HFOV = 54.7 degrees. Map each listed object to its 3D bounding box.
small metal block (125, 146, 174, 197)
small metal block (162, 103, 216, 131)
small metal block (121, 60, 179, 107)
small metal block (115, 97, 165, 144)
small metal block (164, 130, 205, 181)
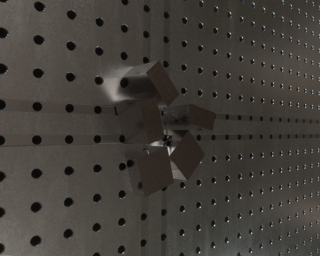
[{"bbox_3d":[-0.013,0.055,0.401,0.050,0.025,0.050,-18,102,-39],"label":"small metal block"},{"bbox_3d":[0.040,-0.014,0.428,0.050,0.050,0.025,16,80,-39],"label":"small metal block"},{"bbox_3d":[-0.012,-0.052,0.385,0.025,0.050,0.050,-49,120,-29],"label":"small metal block"},{"bbox_3d":[-0.025,-0.009,0.374,0.025,0.050,0.050,-20,103,-39],"label":"small metal block"},{"bbox_3d":[0.031,0.038,0.437,0.050,0.025,0.050,-51,120,-28],"label":"small metal block"}]
